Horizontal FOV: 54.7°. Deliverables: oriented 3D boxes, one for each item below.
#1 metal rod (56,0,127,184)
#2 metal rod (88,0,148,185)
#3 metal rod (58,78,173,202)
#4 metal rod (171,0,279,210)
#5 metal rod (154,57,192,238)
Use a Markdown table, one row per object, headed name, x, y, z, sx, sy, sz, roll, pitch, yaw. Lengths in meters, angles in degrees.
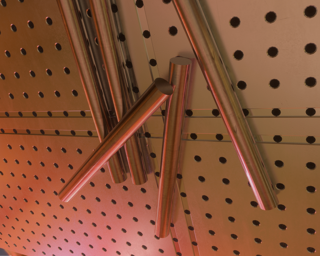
| name | x | y | z | sx | sy | sz | roll | pitch | yaw |
| --- | --- | --- | --- | --- | --- | --- | --- | --- | --- |
| metal rod | -0.091 | -0.050 | 0.425 | 0.025 | 0.025 | 0.298 | 3 | 120 | 26 |
| metal rod | -0.053 | -0.051 | 0.406 | 0.025 | 0.025 | 0.298 | 4 | 121 | 25 |
| metal rod | -0.079 | 0.035 | 0.438 | 0.025 | 0.025 | 0.299 | 44 | 129 | -3 |
| metal rod | 0.076 | -0.030 | 0.351 | 0.025 | 0.025 | 0.299 | -15 | 111 | 34 |
| metal rod | 0.013 | 0.048 | 0.432 | 0.025 | 0.025 | 0.298 | 17 | 125 | 18 |
